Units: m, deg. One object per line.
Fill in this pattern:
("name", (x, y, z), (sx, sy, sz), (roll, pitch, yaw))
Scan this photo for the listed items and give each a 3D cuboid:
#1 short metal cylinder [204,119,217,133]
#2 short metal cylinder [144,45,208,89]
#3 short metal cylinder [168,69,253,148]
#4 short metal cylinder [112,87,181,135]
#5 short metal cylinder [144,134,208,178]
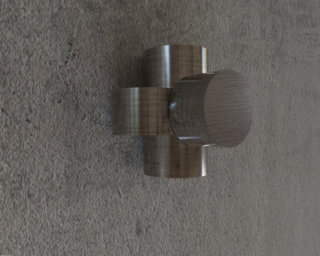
("short metal cylinder", (0.047, -0.019, 0.412), (0.081, 0.080, 0.050), (-1, 91, -40))
("short metal cylinder", (0.020, -0.070, 0.389), (0.081, 0.080, 0.050), (-2, 92, -40))
("short metal cylinder", (0.056, -0.020, 0.334), (0.081, 0.050, 0.079), (0, 90, -40))
("short metal cylinder", (-0.015, -0.018, 0.360), (0.081, 0.080, 0.050), (-2, 91, -40))
("short metal cylinder", (0.020, 0.032, 0.389), (0.081, 0.080, 0.050), (0, 91, -40))
